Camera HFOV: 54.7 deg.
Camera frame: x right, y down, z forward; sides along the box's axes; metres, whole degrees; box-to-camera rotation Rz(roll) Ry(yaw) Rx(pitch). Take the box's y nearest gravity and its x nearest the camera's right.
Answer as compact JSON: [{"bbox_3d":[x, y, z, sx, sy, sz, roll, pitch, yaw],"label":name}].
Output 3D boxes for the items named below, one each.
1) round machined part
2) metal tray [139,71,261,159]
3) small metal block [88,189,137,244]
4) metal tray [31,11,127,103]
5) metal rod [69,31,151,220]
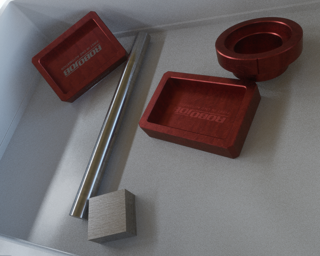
[{"bbox_3d":[0.120,-0.092,0.376,0.098,0.042,0.098,-12,40,11],"label":"round machined part"},{"bbox_3d":[0.048,-0.021,0.389,0.130,0.030,0.090,14,68,33],"label":"metal tray"},{"bbox_3d":[-0.057,0.106,0.369,0.050,0.025,0.050,-18,55,17],"label":"small metal block"},{"bbox_3d":[-0.129,-0.114,0.507,0.130,0.030,0.090,-38,88,2],"label":"metal tray"},{"bbox_3d":[-0.064,-0.019,0.449,0.025,0.025,0.300,2,62,29],"label":"metal rod"}]
